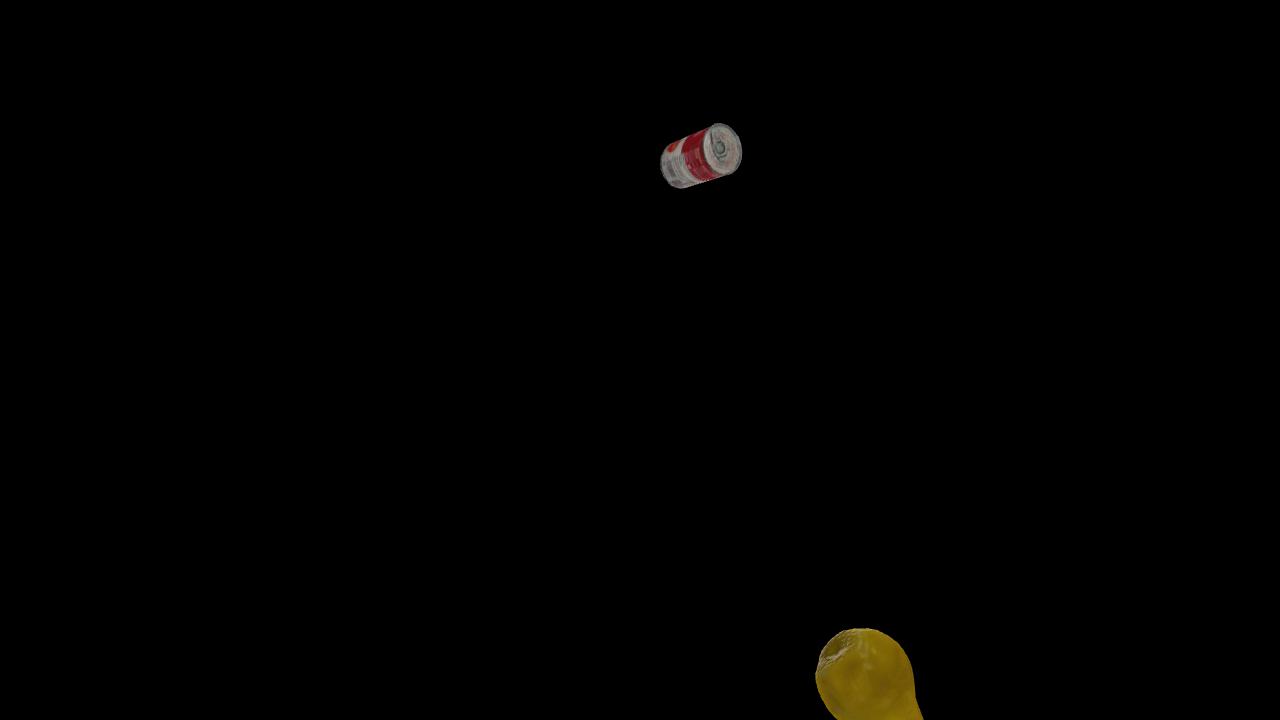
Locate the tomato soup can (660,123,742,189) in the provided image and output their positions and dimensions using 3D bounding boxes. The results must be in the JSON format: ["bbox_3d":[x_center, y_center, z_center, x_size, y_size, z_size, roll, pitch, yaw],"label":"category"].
[{"bbox_3d":[0.083,-0.279,0.851,0.068,0.068,0.101,0,2,-33],"label":"tomato soup can"}]

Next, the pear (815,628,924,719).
[{"bbox_3d":[0.198,0.272,0.493,0.111,0.080,0.080,44,5,5],"label":"pear"}]
